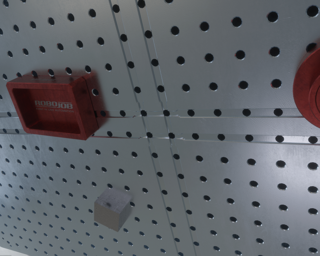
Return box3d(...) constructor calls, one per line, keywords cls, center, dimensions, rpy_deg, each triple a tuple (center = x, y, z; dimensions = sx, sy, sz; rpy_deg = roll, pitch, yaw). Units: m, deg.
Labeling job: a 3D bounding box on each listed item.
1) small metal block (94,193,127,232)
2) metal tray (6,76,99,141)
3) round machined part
box3d(cls="small metal block", center=(-0.089, 0.150, 0.551), dimensions=(0.050, 0.025, 0.050), rpy_deg=(20, 126, 16))
box3d(cls="metal tray", center=(-0.165, -0.032, 0.474), dimensions=(0.130, 0.030, 0.089), rpy_deg=(5, 121, 25))
box3d(cls="round machined part", center=(0.176, -0.035, 0.286), dimensions=(0.098, 0.042, 0.097), rpy_deg=(13, 124, 21))
